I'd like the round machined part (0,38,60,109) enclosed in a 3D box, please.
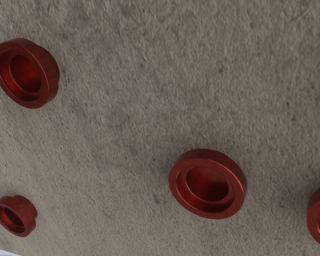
[{"bbox_3d":[-0.184,-0.080,0.441,0.098,0.042,0.097,13,124,20],"label":"round machined part"}]

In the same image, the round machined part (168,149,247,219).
[{"bbox_3d":[0.064,0.068,0.403,0.098,0.042,0.097,13,124,20],"label":"round machined part"}]

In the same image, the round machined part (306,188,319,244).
[{"bbox_3d":[0.216,0.095,0.341,0.098,0.042,0.097,13,124,20],"label":"round machined part"}]

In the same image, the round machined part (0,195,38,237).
[{"bbox_3d":[-0.306,0.184,0.667,0.098,0.042,0.097,13,124,20],"label":"round machined part"}]
